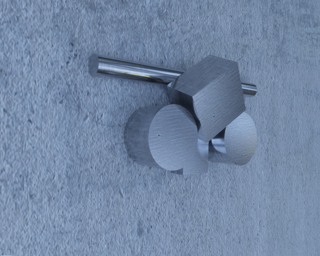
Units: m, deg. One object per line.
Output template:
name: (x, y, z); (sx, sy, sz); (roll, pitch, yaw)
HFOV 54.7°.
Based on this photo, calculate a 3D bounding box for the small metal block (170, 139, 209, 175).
small metal block: (0.043, 0.039, 0.443); (0.050, 0.025, 0.050); (2, 89, -40)

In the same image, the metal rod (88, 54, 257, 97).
metal rod: (0.042, -0.068, 0.441); (0.302, 0.025, 0.025); (1, 90, -40)

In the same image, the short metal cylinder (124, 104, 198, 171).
short metal cylinder: (0.002, 0.011, 0.391); (0.081, 0.050, 0.079); (0, 90, -40)

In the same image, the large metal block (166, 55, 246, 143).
large metal block: (0.066, -0.040, 0.422); (0.080, 0.050, 0.080); (-38, 131, -19)

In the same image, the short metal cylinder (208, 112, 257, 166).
short metal cylinder: (0.105, 0.016, 0.478); (0.081, 0.050, 0.079); (0, 90, -40)
